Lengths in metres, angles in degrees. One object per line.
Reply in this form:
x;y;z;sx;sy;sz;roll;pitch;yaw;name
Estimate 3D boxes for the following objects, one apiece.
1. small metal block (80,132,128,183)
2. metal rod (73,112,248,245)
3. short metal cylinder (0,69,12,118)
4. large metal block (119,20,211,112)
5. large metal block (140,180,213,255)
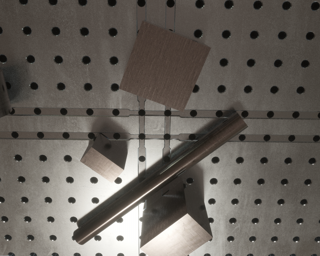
-0.073;0.039;0.413;0.050;0.050;0.025;38;106;-13;small metal block
-0.007;0.078;0.441;0.300;0.025;0.025;-38;106;12;metal rod
-0.224;-0.038;0.367;0.081;0.080;0.050;-3;110;1;short metal cylinder
0.004;-0.076;0.372;0.080;0.050;0.079;20;109;-8;large metal block
0.021;0.133;0.434;0.080;0.080;0.050;-40;106;13;large metal block
